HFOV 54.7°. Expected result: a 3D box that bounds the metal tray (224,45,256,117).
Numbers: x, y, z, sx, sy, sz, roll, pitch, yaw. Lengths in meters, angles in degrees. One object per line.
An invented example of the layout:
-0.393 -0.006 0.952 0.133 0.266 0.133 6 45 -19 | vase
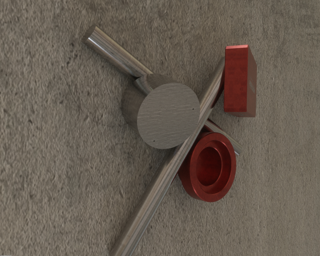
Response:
0.125 -0.065 0.470 0.130 0.030 0.089 4 87 -68 | metal tray

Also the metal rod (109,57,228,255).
0.024 0.030 0.404 0.025 0.025 0.300 41 72 -33 | metal rod

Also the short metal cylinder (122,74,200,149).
0.001 -0.021 0.373 0.081 0.050 0.079 -11 115 -24 | short metal cylinder

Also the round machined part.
0.063 0.055 0.448 0.099 0.042 0.097 0 90 -40 | round machined part

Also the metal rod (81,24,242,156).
0.023 -0.034 0.426 0.301 0.025 0.025 35 69 -35 | metal rod
